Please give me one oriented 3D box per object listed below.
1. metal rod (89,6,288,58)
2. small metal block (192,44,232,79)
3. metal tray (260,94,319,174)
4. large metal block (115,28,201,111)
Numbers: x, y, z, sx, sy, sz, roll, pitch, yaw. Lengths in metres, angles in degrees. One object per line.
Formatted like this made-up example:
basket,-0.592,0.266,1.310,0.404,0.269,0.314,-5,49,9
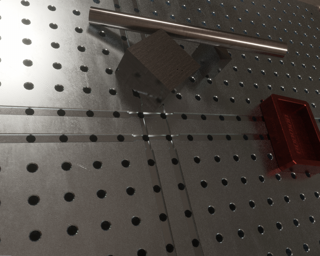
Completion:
metal rod,0.046,-0.144,0.472,0.302,0.025,0.025,9,57,-6
small metal block,0.084,-0.117,0.511,0.025,0.050,0.050,-9,67,-33
metal tray,0.229,0.009,0.525,0.091,0.030,0.130,8,58,-25
large metal block,-0.002,-0.085,0.444,0.080,0.050,0.080,45,51,2
